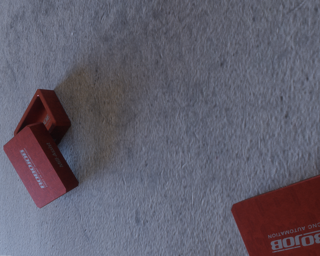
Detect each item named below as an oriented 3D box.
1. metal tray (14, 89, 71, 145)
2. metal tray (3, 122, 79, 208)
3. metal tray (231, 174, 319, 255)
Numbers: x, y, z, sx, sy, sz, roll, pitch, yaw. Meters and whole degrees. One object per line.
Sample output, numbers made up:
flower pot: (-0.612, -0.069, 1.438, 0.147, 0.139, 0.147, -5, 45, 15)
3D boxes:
metal tray: (-0.225, 0.002, 0.583, 0.129, 0.030, 0.090, -49, 62, 28)
metal tray: (-0.210, 0.066, 0.542, 0.090, 0.030, 0.130, -32, 88, 30)
metal tray: (0.141, 0.094, 0.284, 0.130, 0.030, 0.090, -31, 71, 35)
